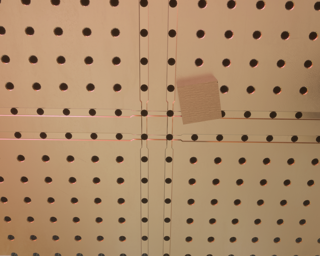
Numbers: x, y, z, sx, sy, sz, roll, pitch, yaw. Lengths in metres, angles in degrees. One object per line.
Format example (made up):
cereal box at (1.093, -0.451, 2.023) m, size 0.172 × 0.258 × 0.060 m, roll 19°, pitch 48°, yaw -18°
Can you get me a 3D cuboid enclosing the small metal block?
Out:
small metal block at (0.050, -0.036, 0.401) m, size 0.050 × 0.025 × 0.050 m, roll -9°, pitch 110°, yaw 3°
